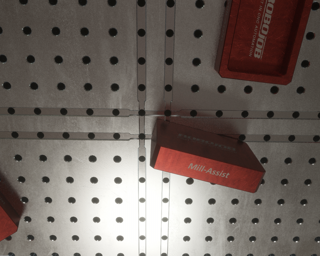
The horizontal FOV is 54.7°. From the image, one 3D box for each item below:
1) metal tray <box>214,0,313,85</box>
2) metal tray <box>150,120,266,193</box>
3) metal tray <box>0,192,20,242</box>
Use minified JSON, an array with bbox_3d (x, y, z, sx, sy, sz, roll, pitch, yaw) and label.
[{"bbox_3d":[0.122,-0.121,0.367,0.091,0.030,0.129,6,110,-3],"label":"metal tray"},{"bbox_3d":[0.055,0.032,0.391,0.131,0.090,0.030,15,109,-6],"label":"metal tray"},{"bbox_3d":[-0.274,0.113,0.433,0.090,0.030,0.129,-31,109,-11],"label":"metal tray"}]
